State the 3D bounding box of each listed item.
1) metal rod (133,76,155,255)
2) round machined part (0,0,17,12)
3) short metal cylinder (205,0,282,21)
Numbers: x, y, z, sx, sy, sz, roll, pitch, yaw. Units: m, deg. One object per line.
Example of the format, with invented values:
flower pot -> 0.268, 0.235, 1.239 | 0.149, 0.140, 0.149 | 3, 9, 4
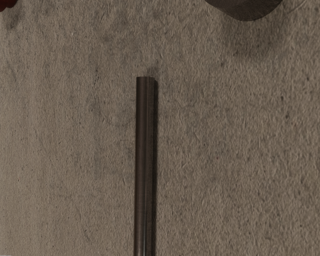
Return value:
metal rod -> -0.022, 0.081, 0.421 | 0.025, 0.025, 0.298 | 2, 91, 39
round machined part -> -0.343, -0.301, 0.672 | 0.098, 0.042, 0.097 | 0, 90, 39
short metal cylinder -> 0.086, -0.156, 0.317 | 0.080, 0.050, 0.079 | 0, 90, 39
